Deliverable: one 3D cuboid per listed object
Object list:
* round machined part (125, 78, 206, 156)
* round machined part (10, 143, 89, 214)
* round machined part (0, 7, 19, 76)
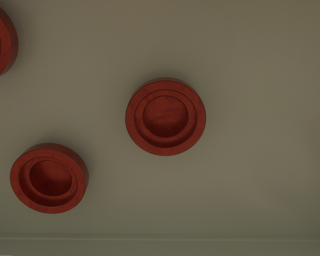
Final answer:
[{"bbox_3d":[0.007,-0.017,0.396,0.099,0.042,0.097,0,110,0],"label":"round machined part"},{"bbox_3d":[-0.147,0.065,0.425,0.099,0.042,0.097,0,110,0],"label":"round machined part"},{"bbox_3d":[-0.215,-0.105,0.362,0.099,0.042,0.097,0,110,0],"label":"round machined part"}]
